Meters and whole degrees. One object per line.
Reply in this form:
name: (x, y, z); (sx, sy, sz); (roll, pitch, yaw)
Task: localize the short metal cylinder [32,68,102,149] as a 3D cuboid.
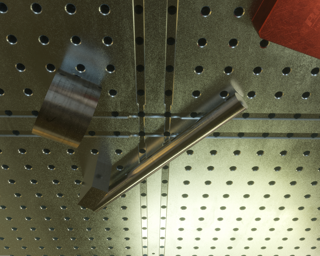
short metal cylinder: (-0.106, -0.022, 0.355); (0.050, 0.080, 0.080); (22, 127, -18)

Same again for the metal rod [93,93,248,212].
metal rod: (-0.004, 0.048, 0.452); (0.025, 0.025, 0.299); (37, 121, -27)

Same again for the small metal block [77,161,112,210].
small metal block: (-0.098, 0.086, 0.467); (0.025, 0.050, 0.050); (27, 125, -21)

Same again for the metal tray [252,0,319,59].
metal tray: (0.161, -0.137, 0.294); (0.091, 0.030, 0.129); (15, 129, -13)
